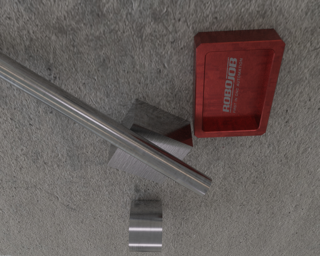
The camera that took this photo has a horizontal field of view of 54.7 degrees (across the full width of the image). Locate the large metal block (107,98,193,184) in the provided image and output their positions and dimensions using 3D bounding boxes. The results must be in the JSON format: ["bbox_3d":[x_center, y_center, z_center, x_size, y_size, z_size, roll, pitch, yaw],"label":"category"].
[{"bbox_3d":[-0.014,0.020,0.407,0.080,0.050,0.080,22,127,-18],"label":"large metal block"}]

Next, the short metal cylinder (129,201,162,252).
[{"bbox_3d":[-0.023,0.160,0.508,0.050,0.080,0.079,1,130,-1],"label":"short metal cylinder"}]

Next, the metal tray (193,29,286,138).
[{"bbox_3d":[0.085,-0.047,0.364,0.091,0.030,0.129,-2,130,2],"label":"metal tray"}]

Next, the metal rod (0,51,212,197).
[{"bbox_3d":[-0.074,-0.008,0.348,0.301,0.025,0.025,31,125,-5],"label":"metal rod"}]
